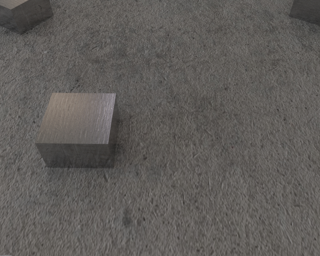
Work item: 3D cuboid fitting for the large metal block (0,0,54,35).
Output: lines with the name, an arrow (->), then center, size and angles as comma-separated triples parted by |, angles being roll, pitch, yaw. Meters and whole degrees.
large metal block -> -0.262, -0.225, 0.575 | 0.080, 0.050, 0.080 | 27, 55, 21

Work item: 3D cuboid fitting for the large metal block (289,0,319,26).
large metal block -> 0.299, -0.242, 0.573 | 0.080, 0.080, 0.050 | 28, 55, 21

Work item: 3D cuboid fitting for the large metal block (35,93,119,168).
large metal block -> -0.096, 0.002, 0.384 | 0.080, 0.050, 0.080 | 1, 50, 0
